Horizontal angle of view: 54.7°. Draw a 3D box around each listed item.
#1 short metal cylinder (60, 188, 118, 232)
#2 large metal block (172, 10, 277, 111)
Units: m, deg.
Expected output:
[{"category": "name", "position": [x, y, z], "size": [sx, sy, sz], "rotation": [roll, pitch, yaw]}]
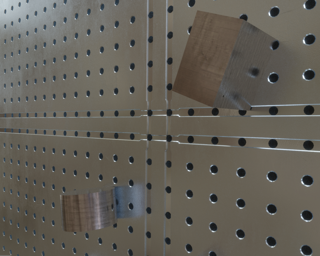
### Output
[{"category": "short metal cylinder", "position": [-0.105, 0.118, 0.461], "size": [0.080, 0.081, 0.050], "rotation": [-9, 84, 39]}, {"category": "large metal block", "position": [0.067, -0.065, 0.318], "size": [0.050, 0.081, 0.079], "rotation": [28, 108, 36]}]
